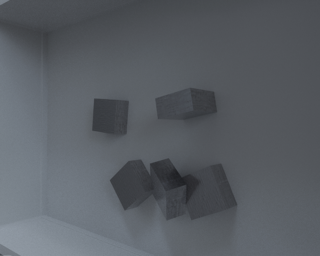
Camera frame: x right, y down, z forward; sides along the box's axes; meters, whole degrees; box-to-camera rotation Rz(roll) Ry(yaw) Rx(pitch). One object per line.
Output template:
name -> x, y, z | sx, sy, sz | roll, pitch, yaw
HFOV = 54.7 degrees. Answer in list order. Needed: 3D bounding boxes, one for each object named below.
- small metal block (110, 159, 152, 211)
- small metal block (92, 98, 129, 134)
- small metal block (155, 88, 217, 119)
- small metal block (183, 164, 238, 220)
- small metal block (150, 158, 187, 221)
small metal block -> -0.038, 0.080, 0.439 | 0.050, 0.025, 0.050 | -46, 63, 30
small metal block -> -0.075, -0.018, 0.469 | 0.050, 0.025, 0.050 | 7, 95, 39
small metal block -> 0.031, -0.027, 0.365 | 0.050, 0.050, 0.025 | -13, 82, 39
small metal block -> 0.054, 0.075, 0.362 | 0.050, 0.025, 0.050 | -30, 71, 36
small metal block -> 0.009, 0.074, 0.376 | 0.050, 0.025, 0.050 | -126, 27, -50
